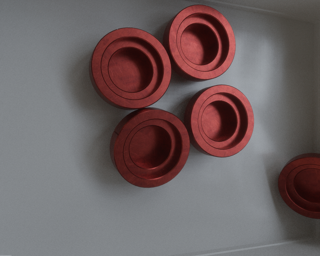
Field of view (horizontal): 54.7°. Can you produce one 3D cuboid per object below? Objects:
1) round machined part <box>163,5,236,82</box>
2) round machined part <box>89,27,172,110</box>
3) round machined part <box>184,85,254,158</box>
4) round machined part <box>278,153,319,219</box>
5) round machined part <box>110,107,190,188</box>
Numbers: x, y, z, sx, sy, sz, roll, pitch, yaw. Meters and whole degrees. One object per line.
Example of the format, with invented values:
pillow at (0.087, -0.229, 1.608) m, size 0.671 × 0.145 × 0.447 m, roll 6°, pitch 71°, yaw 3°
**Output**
round machined part at (0.049, -0.112, 0.421) m, size 0.099 × 0.042 × 0.097 m, roll 0°, pitch 90°, yaw -21°
round machined part at (-0.039, -0.071, 0.387) m, size 0.099 × 0.042 × 0.097 m, roll 1°, pitch 88°, yaw -20°
round machined part at (0.078, -0.009, 0.432) m, size 0.099 × 0.042 × 0.097 m, roll 0°, pitch 90°, yaw -21°
round machined part at (0.236, 0.084, 0.472) m, size 0.042 × 0.098 × 0.097 m, roll -25°, pitch 101°, yaw -55°
round machined part at (-0.015, 0.022, 0.390) m, size 0.099 × 0.042 × 0.097 m, roll -6°, pitch 104°, yaw -22°
